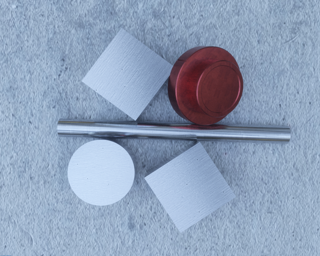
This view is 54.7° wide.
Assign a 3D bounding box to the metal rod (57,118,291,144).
[{"bbox_3d":[0.019,0.004,0.412,0.302,0.025,0.025,2,90,-1],"label":"metal rod"}]

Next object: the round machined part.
[{"bbox_3d":[0.062,-0.050,0.380,0.099,0.042,0.097,-8,108,-26],"label":"round machined part"}]

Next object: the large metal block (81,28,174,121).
[{"bbox_3d":[-0.038,-0.065,0.396,0.080,0.050,0.080,37,90,-1],"label":"large metal block"}]

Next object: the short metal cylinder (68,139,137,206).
[{"bbox_3d":[-0.071,0.054,0.398,0.081,0.050,0.079,0,90,-1],"label":"short metal cylinder"}]

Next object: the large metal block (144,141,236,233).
[{"bbox_3d":[0.037,0.072,0.399,0.080,0.050,0.080,-33,90,0],"label":"large metal block"}]
